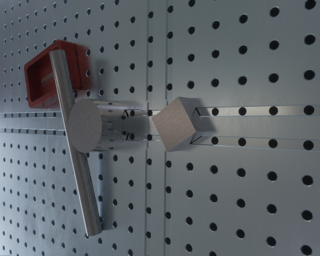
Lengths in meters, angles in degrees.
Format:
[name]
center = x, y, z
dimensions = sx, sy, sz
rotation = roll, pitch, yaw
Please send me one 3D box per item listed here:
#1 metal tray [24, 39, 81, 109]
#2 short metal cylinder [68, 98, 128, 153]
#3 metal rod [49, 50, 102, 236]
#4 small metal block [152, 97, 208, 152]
[metal tray]
center = -0.202, -0.095, 0.572
dimensions = 0.130, 0.030, 0.090
rotation = -18, 79, 38
[short metal cylinder]
center = -0.095, -0.003, 0.472
dimensions = 0.080, 0.050, 0.080
rotation = 0, 90, 40
[metal rod]
center = -0.136, 0.023, 0.499
dimensions = 0.025, 0.025, 0.298
rotation = -13, 89, 39
[small metal block]
center = 0.024, -0.004, 0.390
dimensions = 0.050, 0.025, 0.050
rotation = -38, 67, 33
